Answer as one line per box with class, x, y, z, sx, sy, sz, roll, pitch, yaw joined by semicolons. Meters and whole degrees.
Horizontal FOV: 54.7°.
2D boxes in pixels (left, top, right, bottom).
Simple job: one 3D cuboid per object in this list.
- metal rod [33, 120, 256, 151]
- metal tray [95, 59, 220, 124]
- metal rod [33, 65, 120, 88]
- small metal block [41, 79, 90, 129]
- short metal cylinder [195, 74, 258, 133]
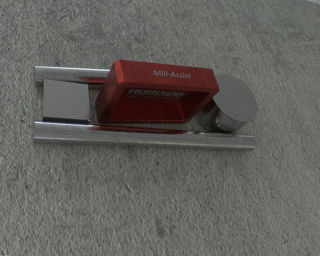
metal rod;0.000;0.013;0.398;0.302;0.025;0.025;4;60;-26
metal tray;-0.004;-0.039;0.384;0.131;0.090;0.030;0;62;-28
metal rod;-0.016;-0.068;0.438;0.303;0.025;0.025;-3;63;-30
small metal block;-0.111;-0.027;0.362;0.050;0.025;0.050;4;60;-26
short metal cylinder;0.096;-0.032;0.460;0.081;0.050;0.080;14;56;-21
